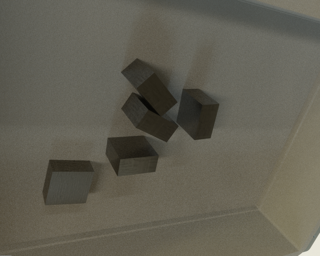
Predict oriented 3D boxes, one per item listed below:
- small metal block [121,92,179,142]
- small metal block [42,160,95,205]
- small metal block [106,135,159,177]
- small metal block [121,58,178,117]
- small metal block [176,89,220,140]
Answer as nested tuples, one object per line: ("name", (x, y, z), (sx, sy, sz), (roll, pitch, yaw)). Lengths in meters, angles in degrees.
("small metal block", (-0.013, -0.013, 0.379), (0.050, 0.050, 0.025), (27, 103, -38))
("small metal block", (-0.115, 0.068, 0.389), (0.050, 0.025, 0.050), (5, 116, -31))
("small metal block", (-0.037, 0.034, 0.395), (0.050, 0.050, 0.025), (-3, 120, -28))
("small metal block", (-0.013, -0.047, 0.358), (0.025, 0.050, 0.050), (-42, 130, 0))
("small metal block", (0.048, -0.019, 0.409), (0.025, 0.050, 0.050), (-5, 121, -26))
